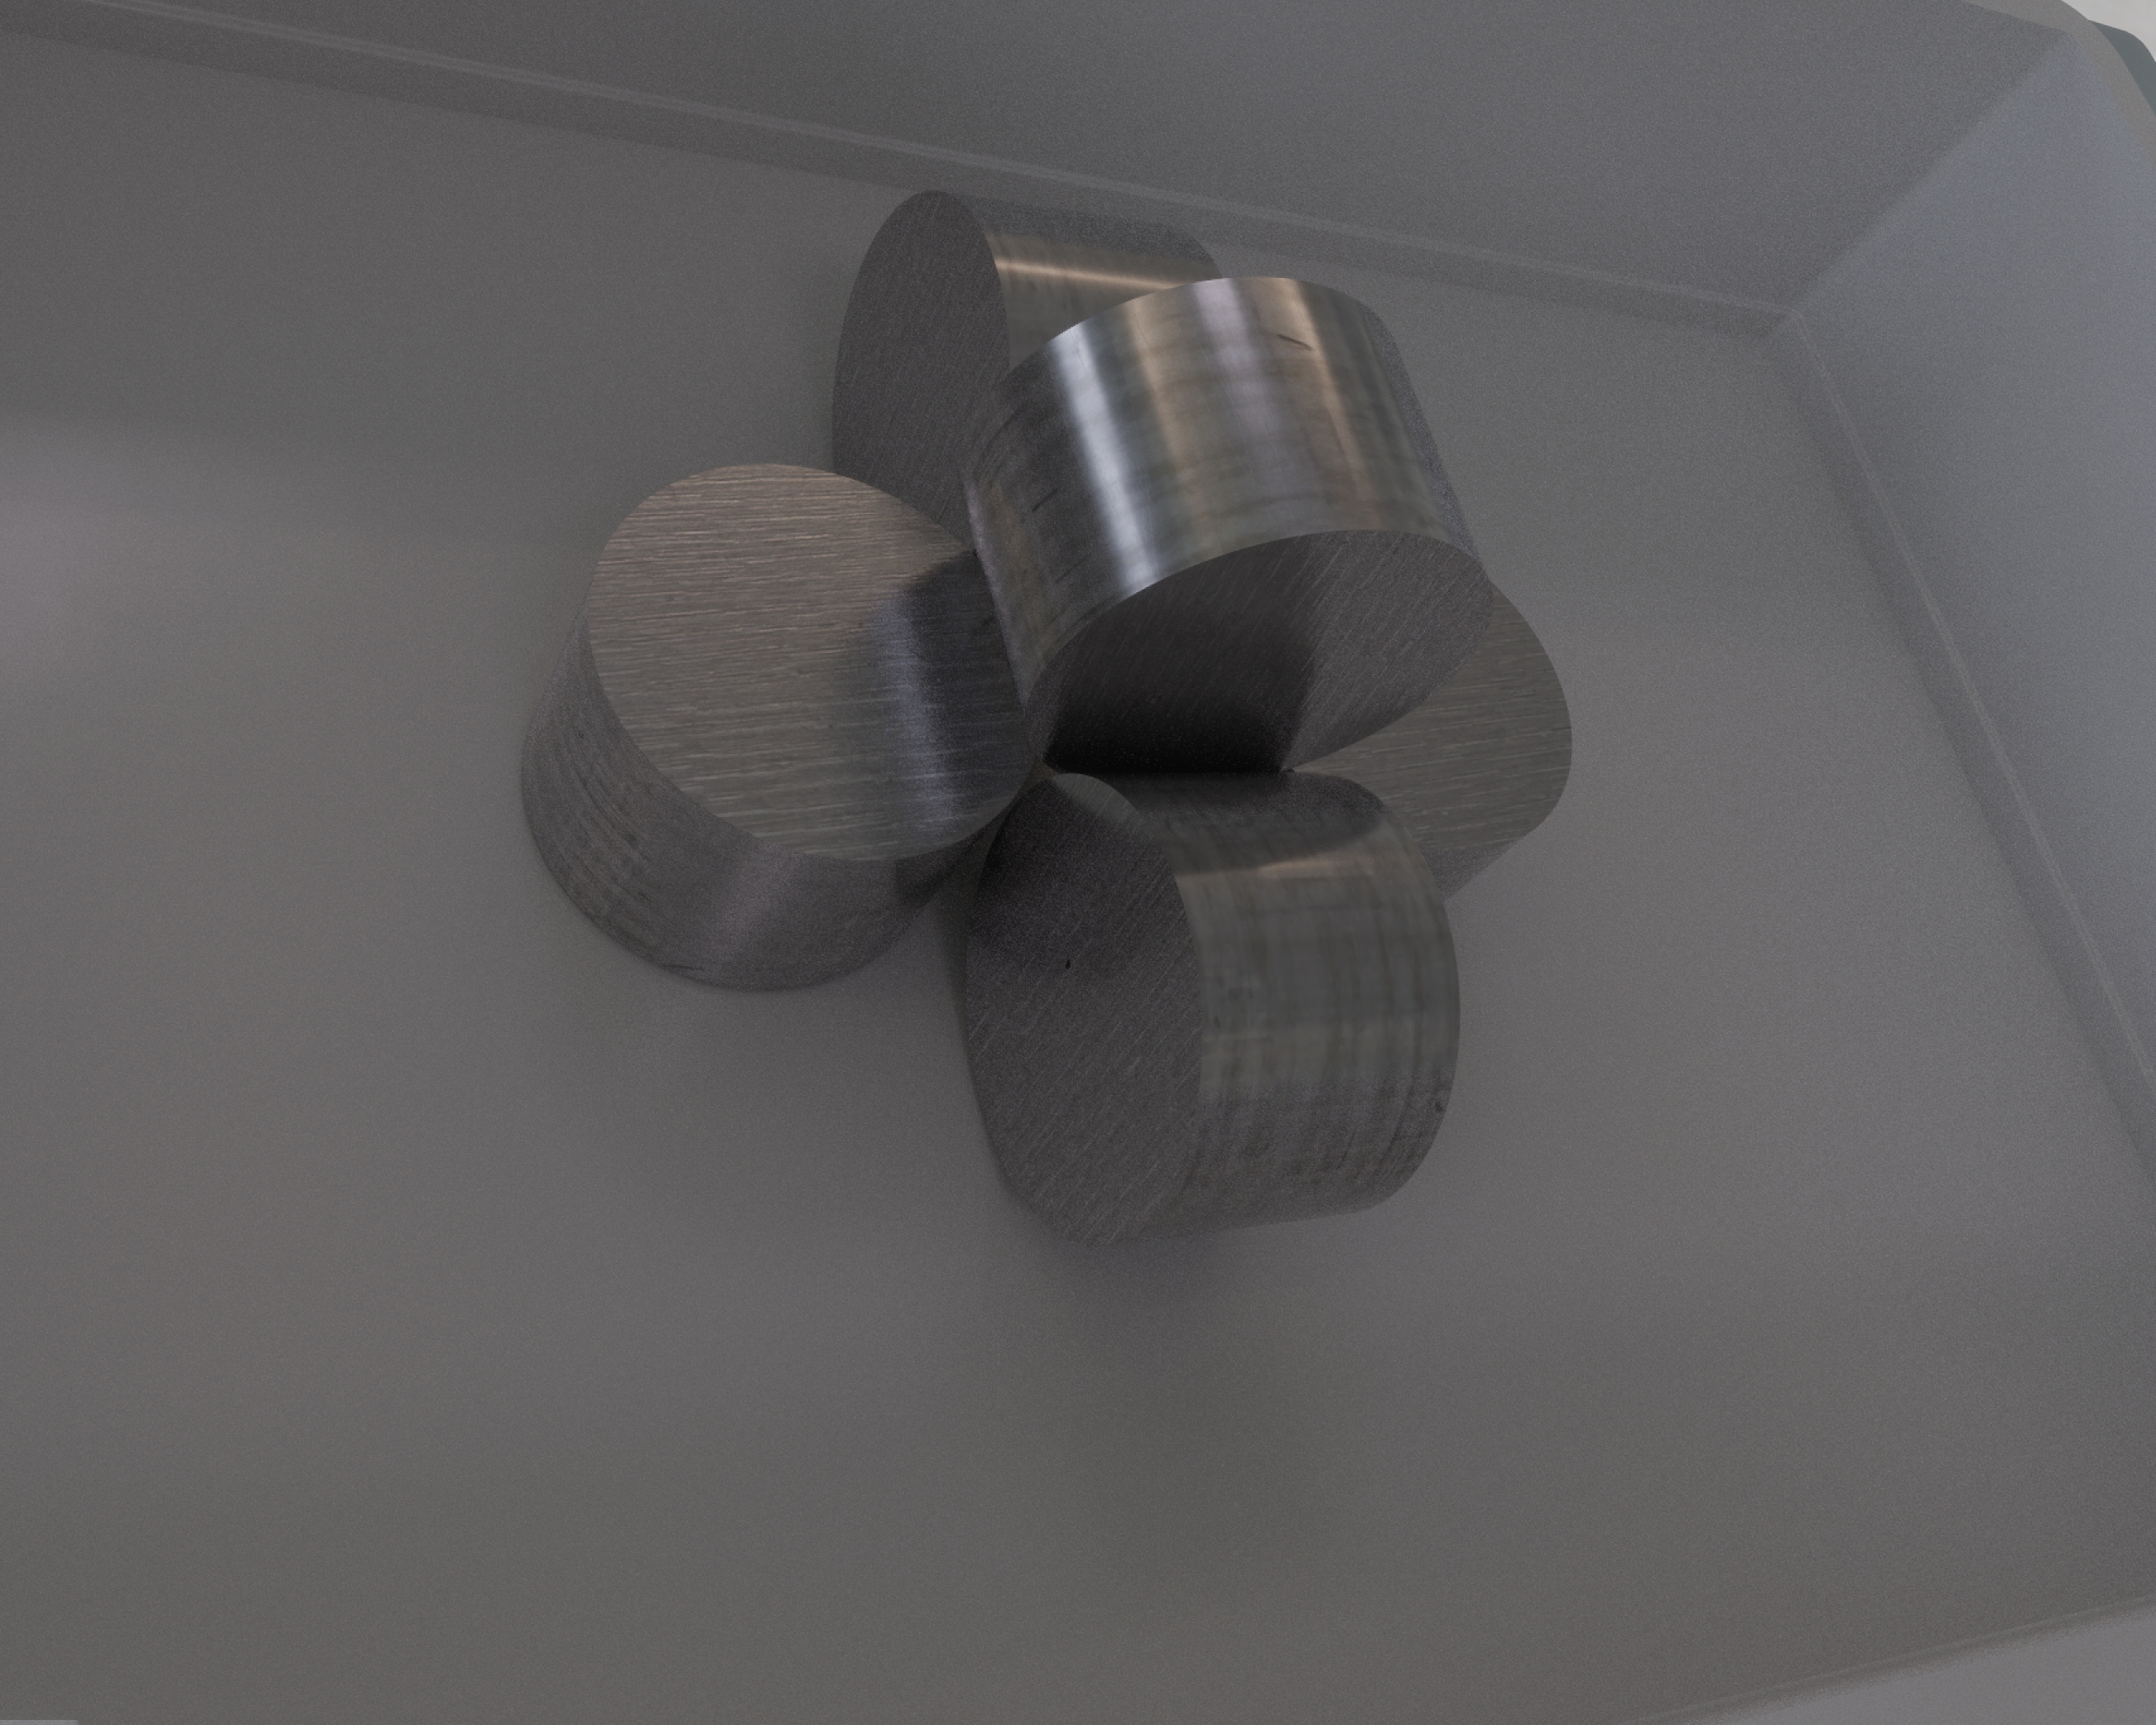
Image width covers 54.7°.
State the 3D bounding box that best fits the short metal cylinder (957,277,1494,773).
[{"bbox_3d":[0.024,-0.053,0.357,0.081,0.080,0.050,-1,62,-29],"label":"short metal cylinder"}]

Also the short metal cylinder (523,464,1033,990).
[{"bbox_3d":[-0.053,-0.024,0.373,0.081,0.050,0.080,14,56,-21],"label":"short metal cylinder"}]

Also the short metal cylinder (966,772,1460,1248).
[{"bbox_3d":[0.021,0.024,0.364,0.050,0.080,0.080,-2,63,-30],"label":"short metal cylinder"}]

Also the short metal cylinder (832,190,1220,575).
[{"bbox_3d":[-0.010,-0.090,0.417,0.050,0.080,0.080,-2,63,-30],"label":"short metal cylinder"}]

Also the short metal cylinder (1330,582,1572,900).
[{"bbox_3d":[0.054,-0.026,0.431,0.081,0.050,0.080,14,56,-21],"label":"short metal cylinder"}]
